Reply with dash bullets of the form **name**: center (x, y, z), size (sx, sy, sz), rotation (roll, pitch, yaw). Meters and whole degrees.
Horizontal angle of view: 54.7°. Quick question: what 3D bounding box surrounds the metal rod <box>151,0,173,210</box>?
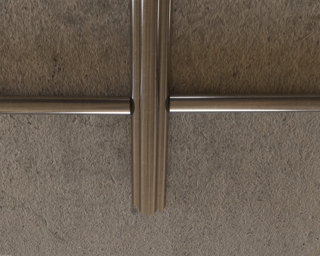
- **metal rod**: center (0.000, -0.026, 0.402), size (0.025, 0.025, 0.298), rotation (1, 110, -1)

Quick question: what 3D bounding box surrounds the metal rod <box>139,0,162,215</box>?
- **metal rod**: center (-0.013, -0.026, 0.380), size (0.025, 0.025, 0.298), rotation (1, 110, -1)

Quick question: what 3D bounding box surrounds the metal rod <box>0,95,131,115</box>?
- **metal rod**: center (-0.189, -0.030, 0.397), size (0.302, 0.025, 0.025), rotation (0, 110, -1)

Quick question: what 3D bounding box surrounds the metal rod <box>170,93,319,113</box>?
- **metal rod**: center (0.164, -0.033, 0.401), size (0.302, 0.025, 0.025), rotation (0, 110, -1)

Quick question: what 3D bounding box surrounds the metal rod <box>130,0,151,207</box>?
- **metal rod**: center (-0.025, -0.032, 0.400), size (0.025, 0.025, 0.298), rotation (1, 110, -1)
